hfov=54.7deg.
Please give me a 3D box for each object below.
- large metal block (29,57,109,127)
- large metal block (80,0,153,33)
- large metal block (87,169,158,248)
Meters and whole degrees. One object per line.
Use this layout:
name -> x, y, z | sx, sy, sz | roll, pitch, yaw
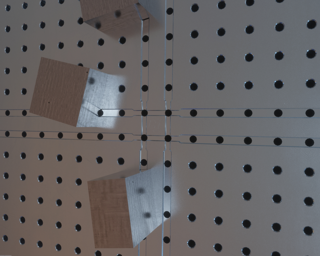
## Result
large metal block -> -0.129, -0.050, 0.443 | 0.080, 0.050, 0.079 | 16, 95, 19
large metal block -> -0.062, -0.186, 0.420 | 0.080, 0.050, 0.080 | -11, 86, 19
large metal block -> -0.045, 0.100, 0.398 | 0.050, 0.080, 0.080 | -8, 87, 19
